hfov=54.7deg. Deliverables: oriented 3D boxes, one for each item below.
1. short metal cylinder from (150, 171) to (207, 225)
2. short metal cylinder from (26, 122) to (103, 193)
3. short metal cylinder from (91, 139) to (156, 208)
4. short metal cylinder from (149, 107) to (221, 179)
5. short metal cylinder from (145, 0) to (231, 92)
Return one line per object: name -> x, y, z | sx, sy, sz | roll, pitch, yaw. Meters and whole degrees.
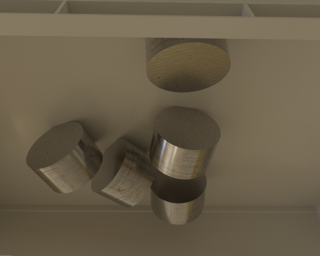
short metal cylinder -> 0.026, 0.092, 0.451 | 0.080, 0.080, 0.050 | -1, 130, 1
short metal cylinder -> -0.123, 0.037, 0.403 | 0.080, 0.080, 0.050 | -17, 128, 14
short metal cylinder -> -0.050, 0.061, 0.425 | 0.050, 0.080, 0.080 | 34, 122, -26
short metal cylinder -> 0.030, 0.017, 0.388 | 0.081, 0.080, 0.050 | 7, 130, -6
short metal cylinder -> 0.026, -0.078, 0.308 | 0.081, 0.050, 0.080 | -3, 155, -1
